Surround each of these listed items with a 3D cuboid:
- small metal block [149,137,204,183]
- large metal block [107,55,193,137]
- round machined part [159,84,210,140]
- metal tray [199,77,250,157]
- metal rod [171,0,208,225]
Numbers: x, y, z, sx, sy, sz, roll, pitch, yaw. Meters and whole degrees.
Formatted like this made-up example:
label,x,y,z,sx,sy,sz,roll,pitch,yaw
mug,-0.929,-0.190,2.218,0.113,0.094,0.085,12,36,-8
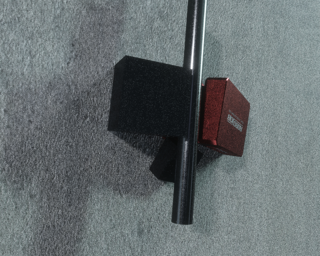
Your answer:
label,x,y,z,sx,sy,sz,roll,pitch,yaw
small metal block,0.022,0.045,0.412,0.050,0.025,0.050,20,103,-38
large metal block,-0.013,-0.033,0.365,0.081,0.050,0.080,7,85,-22
round machined part,0.040,-0.025,0.428,0.099,0.042,0.097,0,90,-40
metal tray,0.097,-0.011,0.455,0.130,0.030,0.090,24,75,-59
metal rod,0.038,-0.036,0.383,0.025,0.025,0.298,10,82,-40
